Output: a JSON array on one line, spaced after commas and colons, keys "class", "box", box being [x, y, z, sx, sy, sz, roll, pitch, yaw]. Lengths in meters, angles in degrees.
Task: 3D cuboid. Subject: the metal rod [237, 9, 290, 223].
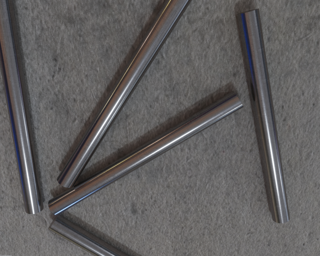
[{"class": "metal rod", "box": [0.141, -0.001, 0.411, 0.025, 0.025, 0.298, -14, 110, 5]}]

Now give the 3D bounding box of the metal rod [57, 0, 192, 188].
[{"class": "metal rod", "box": [-0.051, -0.042, 0.393, 0.025, 0.025, 0.299, 31, 107, -11]}]

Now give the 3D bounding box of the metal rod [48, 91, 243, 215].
[{"class": "metal rod", "box": [-0.027, 0.039, 0.423, 0.300, 0.025, 0.025, -31, 108, 10]}]

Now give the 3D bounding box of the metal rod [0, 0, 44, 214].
[{"class": "metal rod", "box": [-0.182, -0.022, 0.399, 0.025, 0.025, 0.298, 0, 110, -1]}]

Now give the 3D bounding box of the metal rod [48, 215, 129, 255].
[{"class": "metal rod", "box": [-0.039, 0.224, 0.492, 0.301, 0.025, 0.025, 36, 106, -13]}]
